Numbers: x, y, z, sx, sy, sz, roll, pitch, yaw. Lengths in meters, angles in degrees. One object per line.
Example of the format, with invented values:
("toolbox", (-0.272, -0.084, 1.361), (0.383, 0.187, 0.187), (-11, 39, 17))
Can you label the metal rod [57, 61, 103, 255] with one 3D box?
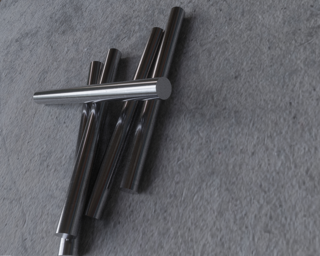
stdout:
("metal rod", (-0.107, 0.024, 0.443), (0.025, 0.025, 0.299), (-13, 56, 21))

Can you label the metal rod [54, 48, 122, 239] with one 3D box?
("metal rod", (-0.091, -0.001, 0.433), (0.025, 0.025, 0.300), (-10, 52, 23))

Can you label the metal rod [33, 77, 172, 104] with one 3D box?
("metal rod", (-0.103, -0.049, 0.442), (0.300, 0.025, 0.025), (3, 62, 44))

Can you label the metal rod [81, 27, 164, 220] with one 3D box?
("metal rod", (-0.043, -0.022, 0.438), (0.025, 0.025, 0.300), (3, 63, 29))

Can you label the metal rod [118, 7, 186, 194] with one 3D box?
("metal rod", (-0.005, -0.055, 0.438), (0.025, 0.025, 0.300), (0, 62, 28))
